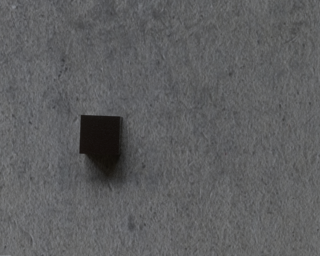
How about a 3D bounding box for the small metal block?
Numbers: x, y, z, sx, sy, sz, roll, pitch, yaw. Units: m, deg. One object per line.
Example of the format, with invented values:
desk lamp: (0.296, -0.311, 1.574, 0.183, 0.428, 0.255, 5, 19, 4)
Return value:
small metal block: (-0.077, 0.009, 0.409, 0.050, 0.025, 0.050, 2, 90, -1)
